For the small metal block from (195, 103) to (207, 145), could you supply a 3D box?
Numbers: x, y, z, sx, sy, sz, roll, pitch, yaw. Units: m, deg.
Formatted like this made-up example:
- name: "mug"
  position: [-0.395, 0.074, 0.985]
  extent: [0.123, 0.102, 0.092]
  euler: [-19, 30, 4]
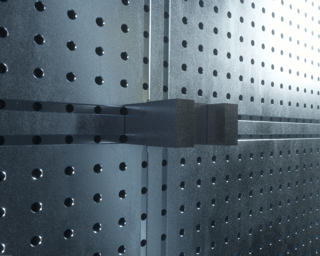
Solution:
- name: "small metal block"
  position: [0.030, -0.005, 0.372]
  extent: [0.050, 0.025, 0.050]
  euler: [1, 90, -40]

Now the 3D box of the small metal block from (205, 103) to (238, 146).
- name: "small metal block"
  position: [0.069, -0.004, 0.386]
  extent: [0.025, 0.050, 0.050]
  euler: [1, 89, -40]

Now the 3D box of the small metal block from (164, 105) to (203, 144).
- name: "small metal block"
  position: [0.032, -0.004, 0.421]
  extent: [0.025, 0.050, 0.050]
  euler: [-1, 91, -40]

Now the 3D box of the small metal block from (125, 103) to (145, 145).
- name: "small metal block"
  position: [-0.018, -0.005, 0.379]
  extent: [0.025, 0.050, 0.050]
  euler: [1, 90, -40]

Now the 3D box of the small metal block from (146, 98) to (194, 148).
- name: "small metal block"
  position: [0.010, -0.005, 0.337]
  extent: [0.025, 0.050, 0.050]
  euler: [1, 89, -40]
